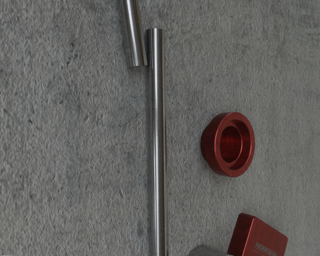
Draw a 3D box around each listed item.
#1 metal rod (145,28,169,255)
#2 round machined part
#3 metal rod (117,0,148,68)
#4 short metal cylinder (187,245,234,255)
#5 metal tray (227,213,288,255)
[{"bbox_3d":[-0.004,0.024,0.401,0.025,0.025,0.298,-2,91,-40],"label":"metal rod"},{"bbox_3d":[0.101,0.025,0.478,0.099,0.042,0.097,0,90,-40],"label":"round machined part"},{"bbox_3d":[-0.048,-0.222,0.363,0.025,0.025,0.298,-14,99,-39],"label":"metal rod"},{"bbox_3d":[0.075,0.219,0.452,0.081,0.050,0.080,0,90,-40],"label":"short metal cylinder"},{"bbox_3d":[0.174,0.216,0.548,0.130,0.030,0.090,36,68,-34],"label":"metal tray"}]
